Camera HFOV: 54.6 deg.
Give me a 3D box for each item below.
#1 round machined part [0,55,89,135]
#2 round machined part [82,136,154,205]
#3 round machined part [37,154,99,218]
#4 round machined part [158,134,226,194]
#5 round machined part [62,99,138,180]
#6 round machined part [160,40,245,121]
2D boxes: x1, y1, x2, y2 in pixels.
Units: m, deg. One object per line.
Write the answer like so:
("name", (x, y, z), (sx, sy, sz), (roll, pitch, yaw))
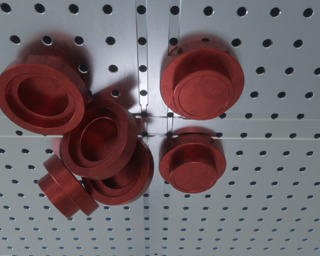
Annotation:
("round machined part", (-0.133, -0.042, 0.363), (0.099, 0.042, 0.097), (0, 130, 0))
("round machined part", (-0.054, 0.055, 0.422), (0.098, 0.098, 0.042), (-18, 164, 14))
("round machined part", (-0.133, 0.087, 0.434), (0.042, 0.098, 0.098), (-40, 129, -17))
("round machined part", (0.047, 0.058, 0.450), (0.099, 0.042, 0.097), (0, 130, 0))
("round machined part", (-0.070, 0.017, 0.383), (0.098, 0.098, 0.042), (-24, 150, 18))
("round machined part", (0.049, -0.047, 0.360), (0.099, 0.042, 0.097), (0, 130, 0))
